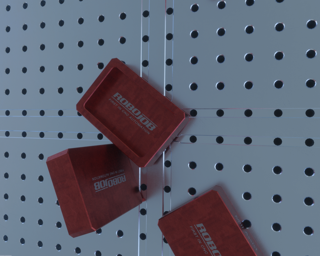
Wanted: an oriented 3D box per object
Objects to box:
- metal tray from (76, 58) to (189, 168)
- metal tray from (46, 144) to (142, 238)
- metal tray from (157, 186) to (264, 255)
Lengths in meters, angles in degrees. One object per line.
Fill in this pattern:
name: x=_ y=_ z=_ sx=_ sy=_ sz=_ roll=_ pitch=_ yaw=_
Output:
metal tray: x=-0.038 y=-0.021 z=0.417 sx=0.130 sy=0.030 sz=0.090 roll=40 pitch=96 yaw=15
metal tray: x=-0.073 y=0.068 z=0.381 sx=0.030 sy=0.130 sz=0.090 roll=-22 pitch=83 yaw=19
metal tray: x=0.068 y=0.150 z=0.386 sx=0.090 sy=0.030 sz=0.130 roll=-34 pitch=79 yaw=16
